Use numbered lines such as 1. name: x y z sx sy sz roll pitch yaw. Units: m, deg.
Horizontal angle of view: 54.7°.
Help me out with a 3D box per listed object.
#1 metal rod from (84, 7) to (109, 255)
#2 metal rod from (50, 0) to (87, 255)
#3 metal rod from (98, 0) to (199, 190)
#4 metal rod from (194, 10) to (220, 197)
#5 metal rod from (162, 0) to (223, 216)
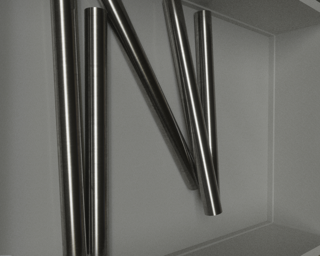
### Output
1. metal rod: -0.071 0.018 0.348 0.025 0.025 0.298 -1 91 -40
2. metal rod: -0.097 -0.009 0.326 0.025 0.025 0.298 -4 93 -40
3. metal rod: -0.008 -0.043 0.401 0.025 0.025 0.299 -39 114 -33
4. metal rod: 0.073 -0.023 0.469 0.025 0.025 0.298 -6 94 -40
5. metal rod: 0.045 -0.029 0.426 0.025 0.025 0.298 -13 92 -40
